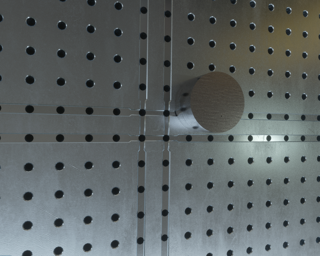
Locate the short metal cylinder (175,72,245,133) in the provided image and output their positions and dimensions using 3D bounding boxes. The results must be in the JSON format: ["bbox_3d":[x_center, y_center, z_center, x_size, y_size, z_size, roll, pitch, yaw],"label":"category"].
[{"bbox_3d":[0.067,-0.034,0.425,0.081,0.050,0.079,0,90,-20],"label":"short metal cylinder"}]
